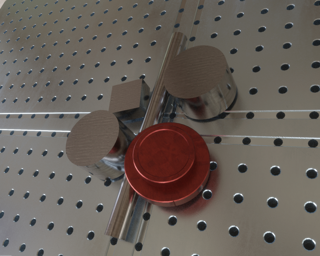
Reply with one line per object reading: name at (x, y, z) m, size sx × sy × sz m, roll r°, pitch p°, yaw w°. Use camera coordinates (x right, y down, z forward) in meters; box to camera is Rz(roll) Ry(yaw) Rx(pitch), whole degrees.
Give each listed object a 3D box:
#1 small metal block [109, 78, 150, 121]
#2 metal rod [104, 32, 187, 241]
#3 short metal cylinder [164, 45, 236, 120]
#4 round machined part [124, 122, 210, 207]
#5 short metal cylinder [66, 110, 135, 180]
small metal block at (-0.044, -0.040, 0.450) m, size 0.050 × 0.025 × 0.050 m, roll -10°, pitch 57°, yaw 22°
metal rod at (-0.011, -0.006, 0.413) m, size 0.025 × 0.025 × 0.300 m, roll 3°, pitch 63°, yaw 29°
short metal cylinder at (0.051, -0.058, 0.395) m, size 0.080 × 0.050 × 0.080 m, roll -13°, pitch 56°, yaw 21°
round machined part at (0.007, 0.036, 0.351) m, size 0.098 × 0.042 × 0.098 m, roll -4°, pitch 62°, yaw 8°
short metal cylinder at (-0.076, 0.023, 0.413) m, size 0.080 × 0.050 × 0.080 m, roll -13°, pitch 56°, yaw 21°
